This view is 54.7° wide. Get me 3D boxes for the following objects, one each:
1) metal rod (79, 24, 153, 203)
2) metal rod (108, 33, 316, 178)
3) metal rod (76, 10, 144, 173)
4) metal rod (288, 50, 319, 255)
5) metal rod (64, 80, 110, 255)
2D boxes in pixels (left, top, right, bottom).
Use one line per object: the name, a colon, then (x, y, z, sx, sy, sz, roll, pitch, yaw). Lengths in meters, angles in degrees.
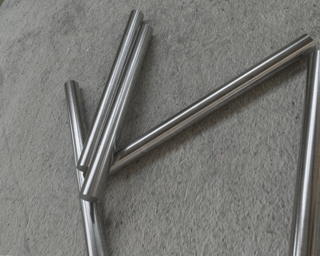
metal rod: (-0.052, -0.042, 0.436, 0.025, 0.025, 0.300, -5, 53, 26)
metal rod: (0.053, -0.024, 0.390, 0.300, 0.025, 0.025, -32, 52, 7)
metal rod: (-0.067, -0.073, 0.471, 0.025, 0.025, 0.300, -5, 55, 26)
metal rod: (0.144, 0.050, 0.297, 0.025, 0.025, 0.300, 3, 63, 29)
metal rod: (-0.109, 0.040, 0.436, 0.025, 0.025, 0.299, -28, 52, 10)
